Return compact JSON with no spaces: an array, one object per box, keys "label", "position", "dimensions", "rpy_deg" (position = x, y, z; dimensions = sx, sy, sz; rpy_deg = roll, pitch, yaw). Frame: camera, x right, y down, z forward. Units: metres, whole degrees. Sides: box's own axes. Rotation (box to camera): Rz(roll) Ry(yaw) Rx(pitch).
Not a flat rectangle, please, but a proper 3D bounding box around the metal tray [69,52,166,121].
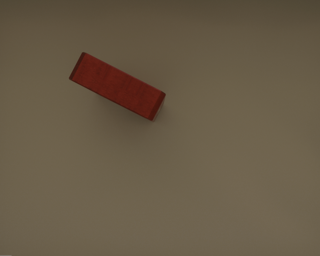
[{"label":"metal tray","position":[-0.041,-0.040,0.358],"dimensions":[0.090,0.130,0.030],"rpy_deg":[27,90,-1]}]
